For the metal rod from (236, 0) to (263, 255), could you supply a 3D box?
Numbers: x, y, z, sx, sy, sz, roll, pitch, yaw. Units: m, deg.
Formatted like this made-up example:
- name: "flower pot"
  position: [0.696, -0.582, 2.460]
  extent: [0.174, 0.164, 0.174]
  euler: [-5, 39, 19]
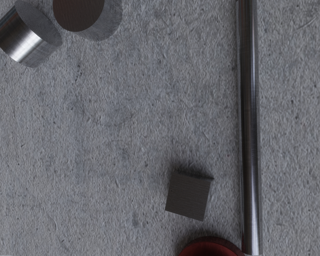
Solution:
- name: "metal rod"
  position: [0.107, -0.002, 0.371]
  extent: [0.025, 0.025, 0.298]
  euler: [-1, 90, 20]

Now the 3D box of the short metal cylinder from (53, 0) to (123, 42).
- name: "short metal cylinder"
  position: [-0.099, -0.167, 0.431]
  extent: [0.080, 0.050, 0.079]
  euler: [0, 90, 20]

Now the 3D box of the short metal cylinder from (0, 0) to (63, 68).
- name: "short metal cylinder"
  position: [-0.190, -0.134, 0.447]
  extent: [0.050, 0.080, 0.080]
  euler: [-36, 79, 16]

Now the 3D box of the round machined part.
- name: "round machined part"
  position: [0.062, 0.188, 0.378]
  extent: [0.098, 0.042, 0.097]
  euler: [0, 90, 20]

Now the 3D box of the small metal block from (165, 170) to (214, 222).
- name: "small metal block"
  position: [0.038, 0.085, 0.395]
  extent: [0.050, 0.025, 0.050]
  euler: [12, 94, 19]
